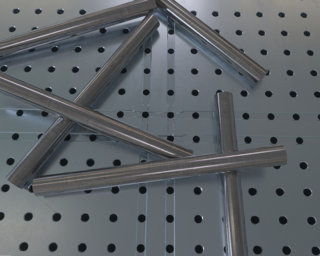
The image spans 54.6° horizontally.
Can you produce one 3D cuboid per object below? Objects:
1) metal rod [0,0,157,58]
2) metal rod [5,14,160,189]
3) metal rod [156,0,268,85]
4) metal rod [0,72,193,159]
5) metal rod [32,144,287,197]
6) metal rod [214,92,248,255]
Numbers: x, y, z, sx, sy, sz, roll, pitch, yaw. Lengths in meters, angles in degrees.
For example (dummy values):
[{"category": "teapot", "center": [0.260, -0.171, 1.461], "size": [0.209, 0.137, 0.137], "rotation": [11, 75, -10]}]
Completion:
[{"category": "metal rod", "center": [-0.151, -0.141, 0.456], "size": [0.302, 0.025, 0.025], "rotation": [-18, 71, -5]}, {"category": "metal rod", "center": [-0.096, -0.047, 0.428], "size": [0.025, 0.025, 0.300], "rotation": [33, 73, 11]}, {"category": "metal rod", "center": [0.036, -0.168, 0.473], "size": [0.300, 0.025, 0.025], "rotation": [42, 75, 14]}, {"category": "metal rod", "center": [-0.102, -0.017, 0.392], "size": [0.301, 0.025, 0.025], "rotation": [22, 71, -2]}, {"category": "metal rod", "center": [-0.003, 0.052, 0.375], "size": [0.301, 0.025, 0.025], "rotation": [-8, 70, 4]}, {"category": "metal rod", "center": [0.089, 0.096, 0.377], "size": [0.025, 0.025, 0.299], "rotation": [0, 70, 0]}]
